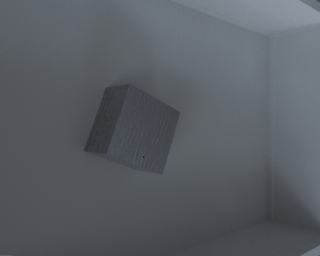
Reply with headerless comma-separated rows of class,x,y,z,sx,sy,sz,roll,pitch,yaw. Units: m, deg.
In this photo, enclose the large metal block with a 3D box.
large metal block,-0.031,0.003,0.366,0.080,0.050,0.080,27,73,-37
